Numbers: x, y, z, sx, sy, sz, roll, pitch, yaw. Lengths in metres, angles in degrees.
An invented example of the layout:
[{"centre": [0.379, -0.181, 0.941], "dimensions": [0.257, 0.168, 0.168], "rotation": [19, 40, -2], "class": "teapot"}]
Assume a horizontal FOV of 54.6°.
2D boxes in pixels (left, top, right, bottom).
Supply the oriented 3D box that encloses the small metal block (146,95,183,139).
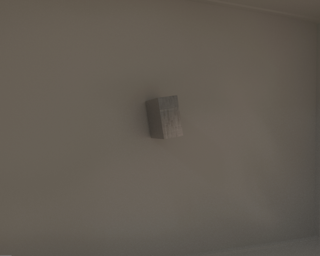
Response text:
[{"centre": [0.004, -0.013, 0.395], "dimensions": [0.025, 0.050, 0.050], "rotation": [-9, 93, -20], "class": "small metal block"}]
